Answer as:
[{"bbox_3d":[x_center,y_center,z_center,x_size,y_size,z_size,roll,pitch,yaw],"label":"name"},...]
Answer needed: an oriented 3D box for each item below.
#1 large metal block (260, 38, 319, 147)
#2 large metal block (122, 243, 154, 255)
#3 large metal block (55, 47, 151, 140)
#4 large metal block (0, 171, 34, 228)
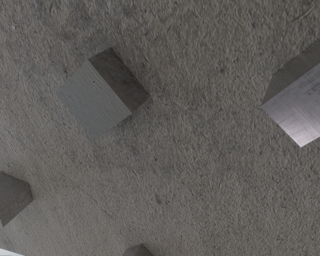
[{"bbox_3d":[0.143,-0.041,0.271,0.050,0.080,0.080,45,129,-3],"label":"large metal block"},{"bbox_3d":[-0.040,0.273,0.561,0.080,0.080,0.050,49,129,-6],"label":"large metal block"},{"bbox_3d":[-0.074,-0.043,0.403,0.080,0.050,0.080,-33,100,38],"label":"large metal block"},{"bbox_3d":[-0.322,0.142,0.629,0.080,0.080,0.050,17,125,18],"label":"large metal block"}]
